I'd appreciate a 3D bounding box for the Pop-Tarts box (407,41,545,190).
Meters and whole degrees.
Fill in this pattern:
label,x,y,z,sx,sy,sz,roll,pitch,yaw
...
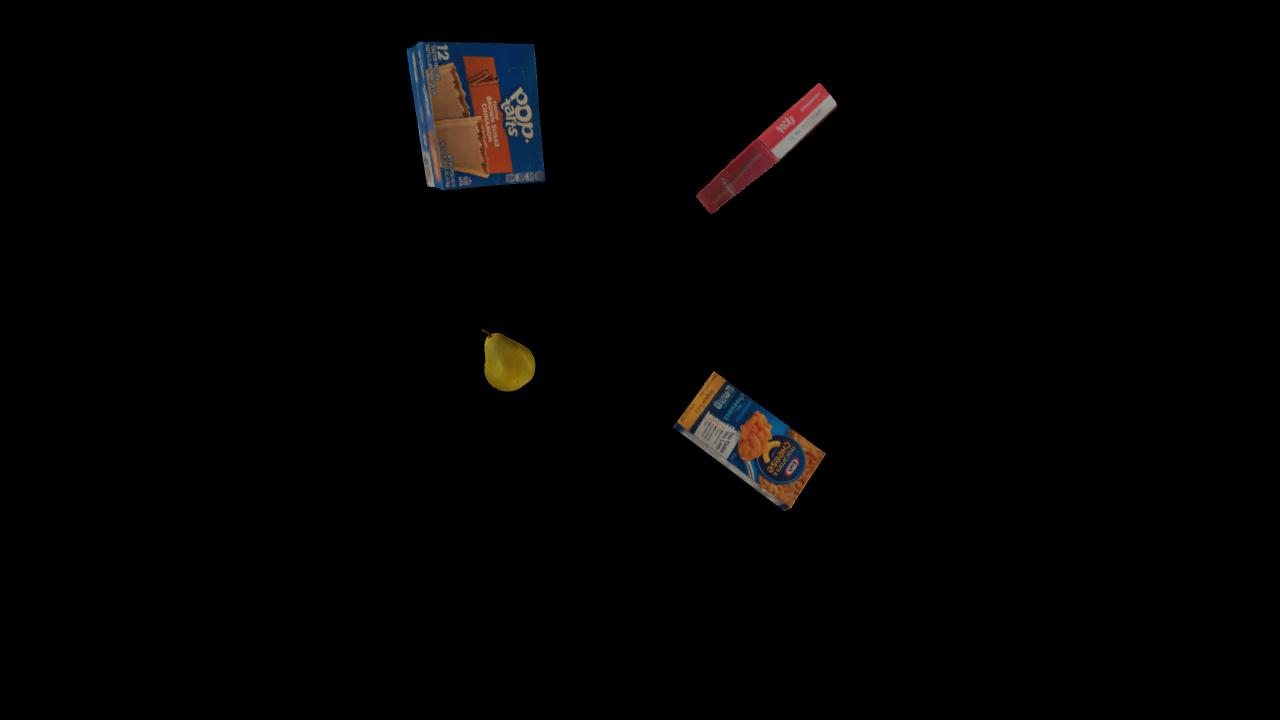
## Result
label,x,y,z,sx,sy,sz,roll,pitch,yaw
Pop-Tarts box,-0.207,-0.310,0.789,0.141,0.167,0.083,-15,26,-29

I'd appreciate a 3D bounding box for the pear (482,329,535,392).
label,x,y,z,sx,sy,sz,roll,pitch,yaw
pear,-0.207,-0.010,0.938,0.080,0.111,0.080,-13,29,7

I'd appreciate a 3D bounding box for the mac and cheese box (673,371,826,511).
label,x,y,z,sx,sy,sz,roll,pitch,yaw
mac and cheese box,0.145,0.107,0.822,0.184,0.093,0.041,36,-19,7

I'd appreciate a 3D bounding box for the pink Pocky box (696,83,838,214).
label,x,y,z,sx,sy,sz,roll,pitch,yaw
pink Pocky box,0.115,-0.197,0.594,0.084,0.029,0.155,-44,7,-13
